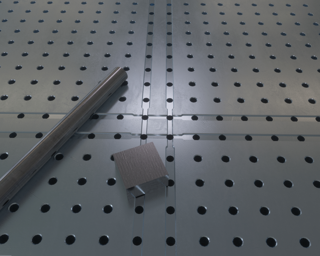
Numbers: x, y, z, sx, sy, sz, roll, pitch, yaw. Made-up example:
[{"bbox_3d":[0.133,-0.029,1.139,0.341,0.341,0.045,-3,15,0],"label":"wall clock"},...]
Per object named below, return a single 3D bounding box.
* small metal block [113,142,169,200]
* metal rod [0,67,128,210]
[{"bbox_3d":[-0.023,0.049,0.366,0.050,0.025,0.050,-17,52,-14],"label":"small metal block"},{"bbox_3d":[-0.135,0.016,0.392,0.025,0.025,0.301,24,54,18],"label":"metal rod"}]
